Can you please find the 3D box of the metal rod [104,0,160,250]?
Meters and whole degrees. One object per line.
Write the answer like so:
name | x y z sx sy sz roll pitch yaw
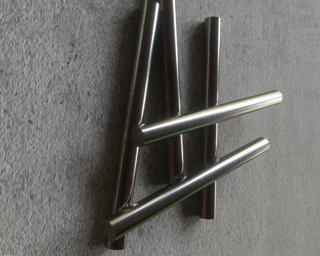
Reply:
metal rod | -0.032 -0.009 0.377 0.025 0.025 0.298 13 82 -39

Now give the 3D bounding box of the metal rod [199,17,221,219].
metal rod | 0.075 -0.016 0.467 0.025 0.025 0.298 3 88 -40

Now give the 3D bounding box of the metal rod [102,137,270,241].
metal rod | 0.058 0.067 0.419 0.302 0.025 0.025 -20 103 -38

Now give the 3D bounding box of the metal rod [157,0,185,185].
metal rod | 0.014 -0.071 0.415 0.025 0.025 0.298 -6 94 -40

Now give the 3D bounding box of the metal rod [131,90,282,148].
metal rod | 0.088 -0.022 0.444 0.302 0.025 0.025 -16 100 -39
